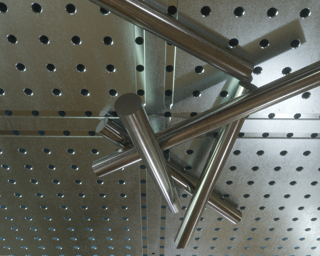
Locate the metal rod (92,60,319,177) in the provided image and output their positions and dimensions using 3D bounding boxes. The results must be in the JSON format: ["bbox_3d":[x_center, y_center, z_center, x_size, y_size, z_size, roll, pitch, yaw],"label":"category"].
[{"bbox_3d":[0.045,-0.003,0.375,0.300,0.025,0.025,-24,126,19],"label":"metal rod"}]

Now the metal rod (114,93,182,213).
[{"bbox_3d":[-0.001,0.055,0.401,0.025,0.025,0.299,-9,148,7],"label":"metal rod"}]

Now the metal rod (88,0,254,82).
[{"bbox_3d":[-0.031,-0.120,0.308,0.302,0.025,0.025,23,126,-19],"label":"metal rod"}]

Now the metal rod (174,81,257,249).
[{"bbox_3d":[0.071,0.072,0.448,0.025,0.025,0.298,10,122,-9],"label":"metal rod"}]

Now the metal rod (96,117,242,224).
[{"bbox_3d":[0.029,0.076,0.477,0.025,0.025,0.301,-37,122,27],"label":"metal rod"}]
